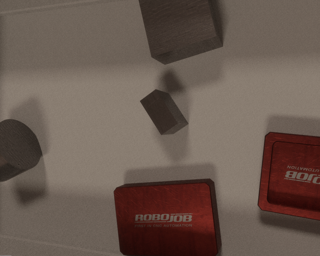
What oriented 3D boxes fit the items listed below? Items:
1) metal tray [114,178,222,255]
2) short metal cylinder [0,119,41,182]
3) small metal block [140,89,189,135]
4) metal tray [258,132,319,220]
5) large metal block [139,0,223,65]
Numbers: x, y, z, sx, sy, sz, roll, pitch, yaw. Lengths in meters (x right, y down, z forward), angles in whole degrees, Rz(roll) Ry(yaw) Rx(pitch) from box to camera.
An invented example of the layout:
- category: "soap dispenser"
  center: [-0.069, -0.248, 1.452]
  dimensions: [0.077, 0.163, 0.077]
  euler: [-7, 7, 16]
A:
- category: "metal tray"
  center: [0.008, 0.117, 0.404]
  dimensions: [0.130, 0.030, 0.089]
  euler: [-7, 88, 19]
- category: "short metal cylinder"
  center: [-0.227, 0.033, 0.459]
  dimensions: [0.050, 0.080, 0.080]
  euler: [-26, 82, 18]
- category: "small metal block"
  center: [0.007, -0.019, 0.394]
  dimensions: [0.025, 0.050, 0.050]
  euler: [-35, 79, 16]
- category: "metal tray"
  center: [0.181, 0.055, 0.344]
  dimensions: [0.130, 0.030, 0.089]
  euler: [6, 92, 19]
- category: "large metal block"
  center: [0.026, -0.133, 0.387]
  dimensions: [0.080, 0.050, 0.080]
  euler: [-14, 86, 19]
